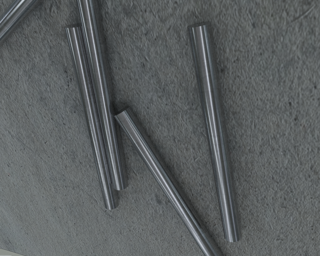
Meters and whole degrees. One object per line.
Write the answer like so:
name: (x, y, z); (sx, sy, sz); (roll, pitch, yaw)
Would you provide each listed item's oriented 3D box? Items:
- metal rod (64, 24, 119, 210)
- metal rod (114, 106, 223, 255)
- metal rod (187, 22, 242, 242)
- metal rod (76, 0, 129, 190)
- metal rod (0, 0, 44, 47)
metal rod: (-0.094, 0.002, 0.457); (0.025, 0.025, 0.298); (9, 123, 23)
metal rod: (0.024, 0.101, 0.456); (0.025, 0.025, 0.299); (-21, 108, 36)
metal rod: (0.073, 0.024, 0.383); (0.025, 0.025, 0.298); (0, 119, 28)
metal rod: (-0.075, -0.038, 0.422); (0.025, 0.025, 0.298); (9, 123, 23)
metal rod: (-0.203, -0.148, 0.422); (0.299, 0.025, 0.025); (-23, 106, 36)
